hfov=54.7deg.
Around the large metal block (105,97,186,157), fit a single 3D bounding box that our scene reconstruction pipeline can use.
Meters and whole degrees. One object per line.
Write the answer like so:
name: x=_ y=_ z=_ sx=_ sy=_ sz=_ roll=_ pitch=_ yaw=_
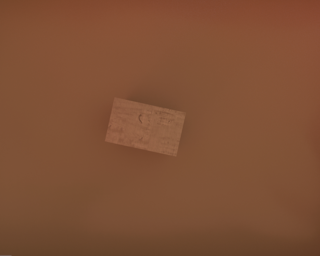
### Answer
large metal block: x=-0.016 y=-0.001 z=0.381 sx=0.080 sy=0.080 sz=0.050 roll=12 pitch=90 yaw=-1
